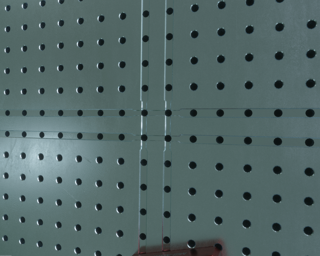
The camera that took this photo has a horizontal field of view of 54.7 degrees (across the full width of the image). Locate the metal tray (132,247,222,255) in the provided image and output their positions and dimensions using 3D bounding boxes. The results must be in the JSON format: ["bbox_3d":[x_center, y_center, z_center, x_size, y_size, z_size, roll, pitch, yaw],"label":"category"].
[{"bbox_3d":[0.022,0.210,0.401,0.130,0.030,0.090,-14,86,19],"label":"metal tray"}]
